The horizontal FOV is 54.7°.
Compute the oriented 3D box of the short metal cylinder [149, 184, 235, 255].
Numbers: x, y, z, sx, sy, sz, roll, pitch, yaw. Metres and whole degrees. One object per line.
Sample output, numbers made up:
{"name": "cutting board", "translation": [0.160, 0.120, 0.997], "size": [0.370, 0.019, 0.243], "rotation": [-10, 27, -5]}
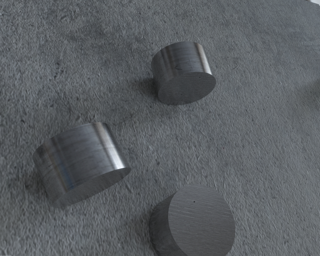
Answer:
{"name": "short metal cylinder", "translation": [0.034, 0.108, 0.340], "size": [0.081, 0.050, 0.080], "rotation": [14, 56, -21]}

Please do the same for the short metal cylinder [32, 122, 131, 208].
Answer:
{"name": "short metal cylinder", "translation": [-0.076, 0.037, 0.305], "size": [0.081, 0.080, 0.050], "rotation": [-18, 72, -35]}

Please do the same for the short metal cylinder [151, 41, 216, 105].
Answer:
{"name": "short metal cylinder", "translation": [0.032, -0.074, 0.430], "size": [0.081, 0.080, 0.050], "rotation": [1, 62, -28]}
